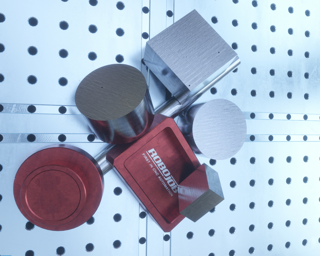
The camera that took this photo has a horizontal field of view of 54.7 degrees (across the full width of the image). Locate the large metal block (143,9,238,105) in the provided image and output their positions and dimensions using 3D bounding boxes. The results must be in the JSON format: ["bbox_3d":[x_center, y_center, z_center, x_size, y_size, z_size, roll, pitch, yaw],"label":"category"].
[{"bbox_3d":[0.037,-0.090,0.400,0.080,0.050,0.080,-39,83,-16],"label":"large metal block"}]

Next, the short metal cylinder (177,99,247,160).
[{"bbox_3d":[0.070,0.002,0.424,0.081,0.050,0.079,0,90,-20],"label":"short metal cylinder"}]

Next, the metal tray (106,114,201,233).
[{"bbox_3d":[0.004,0.058,0.396,0.090,0.030,0.130,-39,115,-15],"label":"metal tray"}]

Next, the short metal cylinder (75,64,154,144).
[{"bbox_3d":[-0.050,-0.028,0.359,0.080,0.050,0.080,-5,57,7],"label":"short metal cylinder"}]

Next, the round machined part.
[{"bbox_3d":[-0.114,0.070,0.348,0.099,0.042,0.097,-1,96,-5],"label":"round machined part"}]

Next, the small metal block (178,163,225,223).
[{"bbox_3d":[0.049,0.080,0.387,0.025,0.050,0.050,37,113,-19],"label":"small metal block"}]

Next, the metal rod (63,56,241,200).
[{"bbox_3d":[-0.005,-0.009,0.412,0.301,0.025,0.025,-39,103,-15],"label":"metal rod"}]
